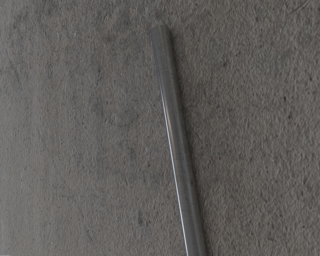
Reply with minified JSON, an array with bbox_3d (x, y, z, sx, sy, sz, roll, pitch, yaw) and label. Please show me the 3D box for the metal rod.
[{"bbox_3d":[0.023,0.017,0.387,0.025,0.025,0.299,-15,81,39],"label":"metal rod"}]
